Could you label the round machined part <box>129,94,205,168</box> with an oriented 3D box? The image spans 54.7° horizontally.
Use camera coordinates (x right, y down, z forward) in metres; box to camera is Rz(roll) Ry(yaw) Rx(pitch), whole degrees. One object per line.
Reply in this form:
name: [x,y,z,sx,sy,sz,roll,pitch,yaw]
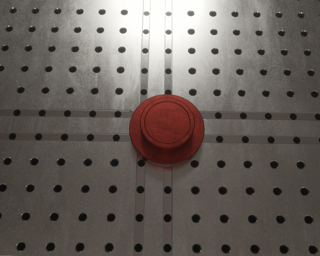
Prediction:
round machined part: [0.009,-0.001,0.403,0.099,0.042,0.098,0,70,-1]
